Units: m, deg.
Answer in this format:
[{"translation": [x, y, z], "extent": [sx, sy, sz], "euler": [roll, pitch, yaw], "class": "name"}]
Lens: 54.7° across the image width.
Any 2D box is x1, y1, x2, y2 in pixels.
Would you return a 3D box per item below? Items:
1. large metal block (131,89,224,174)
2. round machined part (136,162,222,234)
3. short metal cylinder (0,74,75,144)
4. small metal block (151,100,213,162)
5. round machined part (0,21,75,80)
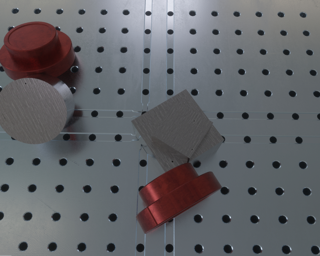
[{"translation": [0.021, 0.011, 0.394], "extent": [0.080, 0.050, 0.080], "euler": [-31, 73, -11], "class": "large metal block"}, {"translation": [0.016, 0.074, 0.346], "extent": [0.098, 0.098, 0.042], "euler": [-28, 73, -10], "class": "round machined part"}, {"translation": [-0.152, -0.025, 0.387], "extent": [0.081, 0.050, 0.079], "euler": [-1, 105, -5], "class": "short metal cylinder"}, {"translation": [0.025, 0.005, 0.357], "extent": [0.050, 0.025, 0.050], "euler": [32, 73, 11], "class": "small metal block"}, {"translation": [-0.171, -0.110, 0.426], "extent": [0.099, 0.042, 0.098], "euler": [-1, 50, 1], "class": "round machined part"}]
